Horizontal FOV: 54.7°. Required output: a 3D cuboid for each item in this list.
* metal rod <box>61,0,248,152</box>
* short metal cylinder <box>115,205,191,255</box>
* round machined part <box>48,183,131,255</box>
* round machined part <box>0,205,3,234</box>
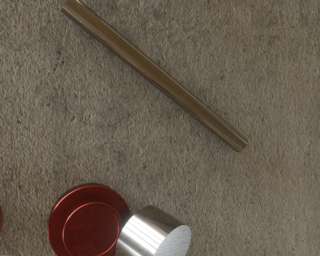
[{"bbox_3d":[0.005,-0.062,0.411,0.301,0.025,0.025,37,78,-17],"label":"metal rod"},{"bbox_3d":[-0.007,0.142,0.375,0.081,0.050,0.079,-29,130,-41],"label":"short metal cylinder"},{"bbox_3d":[-0.082,0.118,0.371,0.099,0.042,0.097,0,90,-21],"label":"round machined part"},{"bbox_3d":[-0.217,0.099,0.320,0.099,0.042,0.097,0,90,-21],"label":"round machined part"}]
